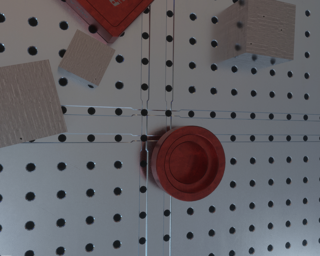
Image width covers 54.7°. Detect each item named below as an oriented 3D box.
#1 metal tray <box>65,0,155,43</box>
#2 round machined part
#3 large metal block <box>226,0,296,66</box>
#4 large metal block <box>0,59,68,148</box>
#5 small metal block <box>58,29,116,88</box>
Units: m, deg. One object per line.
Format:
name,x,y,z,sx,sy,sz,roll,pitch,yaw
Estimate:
metal tray,-0.076,-0.183,0.381,0.130,0.030,0.090,43,76,-15
round machined part,0.035,0.045,0.416,0.099,0.042,0.097,0,90,-20
large metal block,0.147,-0.139,0.453,0.081,0.050,0.080,3,89,-20
large metal block,-0.154,-0.025,0.342,0.081,0.050,0.080,-15,95,-19
small metal block,-0.090,-0.083,0.379,0.050,0.025,0.050,26,81,-18
